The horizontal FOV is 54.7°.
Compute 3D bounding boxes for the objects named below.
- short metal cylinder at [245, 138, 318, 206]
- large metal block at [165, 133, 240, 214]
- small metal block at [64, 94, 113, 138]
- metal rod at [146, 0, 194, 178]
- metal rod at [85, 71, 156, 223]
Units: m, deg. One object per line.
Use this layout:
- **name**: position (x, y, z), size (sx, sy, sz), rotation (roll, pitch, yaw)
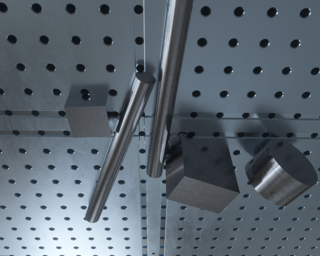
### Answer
- **short metal cylinder**: position (0.167, 0.060, 0.430), size (0.080, 0.080, 0.050), rotation (22, 127, -18)
- **large metal block**: position (0.055, 0.062, 0.429), size (0.081, 0.080, 0.050), rotation (19, 127, -16)
- **small metal block**: position (-0.090, -0.015, 0.398), size (0.050, 0.025, 0.050), rotation (-2, 130, 1)
- **metal rod**: position (0.009, -0.046, 0.372), size (0.025, 0.025, 0.298), rotation (5, 130, -5)
- **metal rod**: position (-0.067, 0.048, 0.451), size (0.025, 0.025, 0.298), rotation (15, 129, -13)
